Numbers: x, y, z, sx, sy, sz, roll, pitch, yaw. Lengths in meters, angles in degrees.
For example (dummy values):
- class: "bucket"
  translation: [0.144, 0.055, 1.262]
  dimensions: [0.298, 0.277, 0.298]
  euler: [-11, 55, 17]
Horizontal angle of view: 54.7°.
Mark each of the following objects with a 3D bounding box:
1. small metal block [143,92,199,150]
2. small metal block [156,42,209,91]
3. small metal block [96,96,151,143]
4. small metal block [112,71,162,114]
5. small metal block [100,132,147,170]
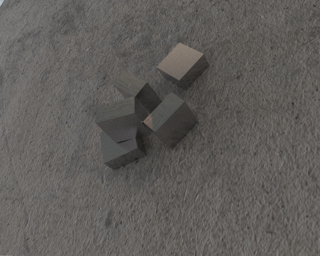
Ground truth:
- class: "small metal block"
  translation: [0.015, -0.008, 0.385]
  dimensions: [0.050, 0.050, 0.025]
  euler: [-47, 51, -4]
- class: "small metal block"
  translation: [0.032, -0.088, 0.441]
  dimensions: [0.050, 0.025, 0.050]
  euler: [-48, 51, -6]
- class: "small metal block"
  translation: [-0.044, -0.009, 0.385]
  dimensions: [0.050, 0.050, 0.025]
  euler: [-14, 55, 15]
- class: "small metal block"
  translation: [-0.031, -0.048, 0.434]
  dimensions: [0.050, 0.050, 0.025]
  euler: [31, 79, 38]
- class: "small metal block"
  translation: [-0.050, 0.022, 0.417]
  dimensions: [0.050, 0.025, 0.050]
  euler: [-25, 53, 13]
